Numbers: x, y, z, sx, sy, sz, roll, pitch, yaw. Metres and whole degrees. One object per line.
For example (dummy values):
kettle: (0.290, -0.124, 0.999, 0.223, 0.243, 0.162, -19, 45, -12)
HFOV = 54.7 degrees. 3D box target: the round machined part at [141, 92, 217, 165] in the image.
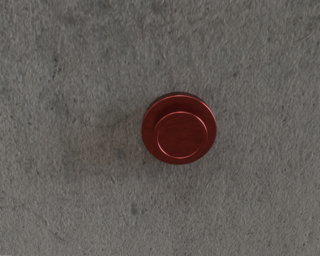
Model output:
round machined part: (0.025, 0.005, 0.403, 0.099, 0.042, 0.097, 0, 110, -1)
